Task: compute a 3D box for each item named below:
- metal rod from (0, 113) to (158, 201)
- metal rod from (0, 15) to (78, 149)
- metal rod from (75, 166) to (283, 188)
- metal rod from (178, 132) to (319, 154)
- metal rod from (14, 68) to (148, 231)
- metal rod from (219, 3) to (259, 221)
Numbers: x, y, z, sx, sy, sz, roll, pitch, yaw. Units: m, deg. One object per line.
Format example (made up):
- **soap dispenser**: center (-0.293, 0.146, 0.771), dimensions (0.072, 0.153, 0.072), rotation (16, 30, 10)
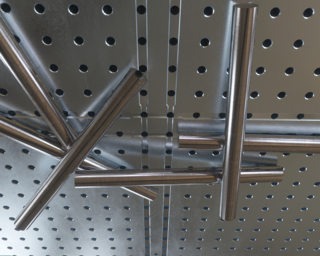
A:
- **metal rod**: center (-0.131, 0.038, 0.442), dimensions (0.301, 0.025, 0.025), rotation (29, 124, -23)
- **metal rod**: center (-0.166, -0.089, 0.334), dimensions (0.025, 0.025, 0.299), rotation (-13, 129, 11)
- **metal rod**: center (0.032, 0.071, 0.453), dimensions (0.302, 0.025, 0.025), rotation (0, 130, -7)
- **metal rod**: center (0.176, 0.022, 0.431), dimensions (0.302, 0.025, 0.025), rotation (2, 130, -2)
- **metal rod**: center (-0.117, 0.042, 0.415), dimensions (0.025, 0.025, 0.299), rotation (32, 114, -24)
- **metal rod**: center (0.094, 0.004, 0.388), dimensions (0.025, 0.025, 0.298), rotation (-3, 122, 2)
